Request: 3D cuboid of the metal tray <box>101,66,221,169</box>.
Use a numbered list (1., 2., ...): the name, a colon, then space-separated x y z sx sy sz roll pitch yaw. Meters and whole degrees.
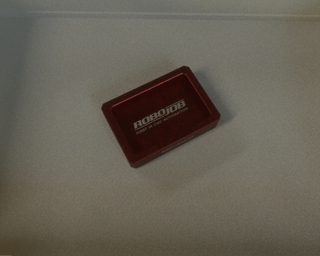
1. metal tray: 0.001 -0.016 0.410 0.131 0.030 0.090 -27 73 -10
